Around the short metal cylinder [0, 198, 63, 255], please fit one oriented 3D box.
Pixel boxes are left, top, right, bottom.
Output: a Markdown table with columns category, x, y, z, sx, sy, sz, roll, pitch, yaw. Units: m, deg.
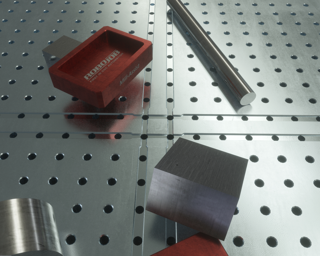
| category | x | y | z | sx | sy | sz | roll | pitch | yaw |
| --- | --- | --- | --- | --- | --- | --- | --- | --- | --- |
| short metal cylinder | -0.133 | 0.108 | 0.280 | 0.081 | 0.080 | 0.050 | -18 | 52 | -14 |

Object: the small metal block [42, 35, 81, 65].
| category | x | y | z | sx | sy | sz | roll | pitch | yaw |
| --- | --- | --- | --- | --- | --- | --- | --- | --- | --- |
| small metal block | -0.154 | -0.122 | 0.509 | 0.050 | 0.025 | 0.050 | 26 | 55 | 20 |

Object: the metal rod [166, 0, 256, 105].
| category | x | y | z | sx | sy | sz | roll | pitch | yaw |
| --- | --- | --- | --- | --- | --- | --- | --- | --- | --- |
| metal rod | 0.075 | -0.149 | 0.533 | 0.025 | 0.025 | 0.300 | -15 | 52 | -13 |

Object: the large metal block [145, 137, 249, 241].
| category | x | y | z | sx | sy | sz | roll | pitch | yaw |
| --- | --- | --- | --- | --- | --- | --- | --- | --- | --- |
| large metal block | 0.041 | 0.058 | 0.322 | 0.080 | 0.050 | 0.080 | 18 | 25 | 14 |

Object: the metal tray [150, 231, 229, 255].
| category | x | y | z | sx | sy | sz | roll | pitch | yaw |
| --- | --- | --- | --- | --- | --- | --- | --- | --- | --- |
| metal tray | 0.010 | 0.158 | 0.271 | 0.131 | 0.030 | 0.090 | -20 | 53 | -16 |

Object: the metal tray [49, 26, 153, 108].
| category | x | y | z | sx | sy | sz | roll | pitch | yaw |
| --- | --- | --- | --- | --- | --- | --- | --- | --- | --- |
| metal tray | -0.081 | -0.093 | 0.449 | 0.090 | 0.030 | 0.130 | 25 | 54 | 19 |

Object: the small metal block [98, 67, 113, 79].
| category | x | y | z | sx | sy | sz | roll | pitch | yaw |
| --- | --- | --- | --- | --- | --- | --- | --- | --- | --- |
| small metal block | -0.093 | -0.072 | 0.468 | 0.050 | 0.025 | 0.050 | -2 | 50 | -2 |
